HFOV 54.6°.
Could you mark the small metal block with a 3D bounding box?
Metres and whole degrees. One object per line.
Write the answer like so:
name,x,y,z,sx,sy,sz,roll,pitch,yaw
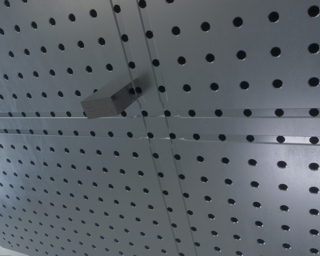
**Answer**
small metal block,-0.066,-0.036,0.408,0.050,0.050,0.025,-6,116,31
